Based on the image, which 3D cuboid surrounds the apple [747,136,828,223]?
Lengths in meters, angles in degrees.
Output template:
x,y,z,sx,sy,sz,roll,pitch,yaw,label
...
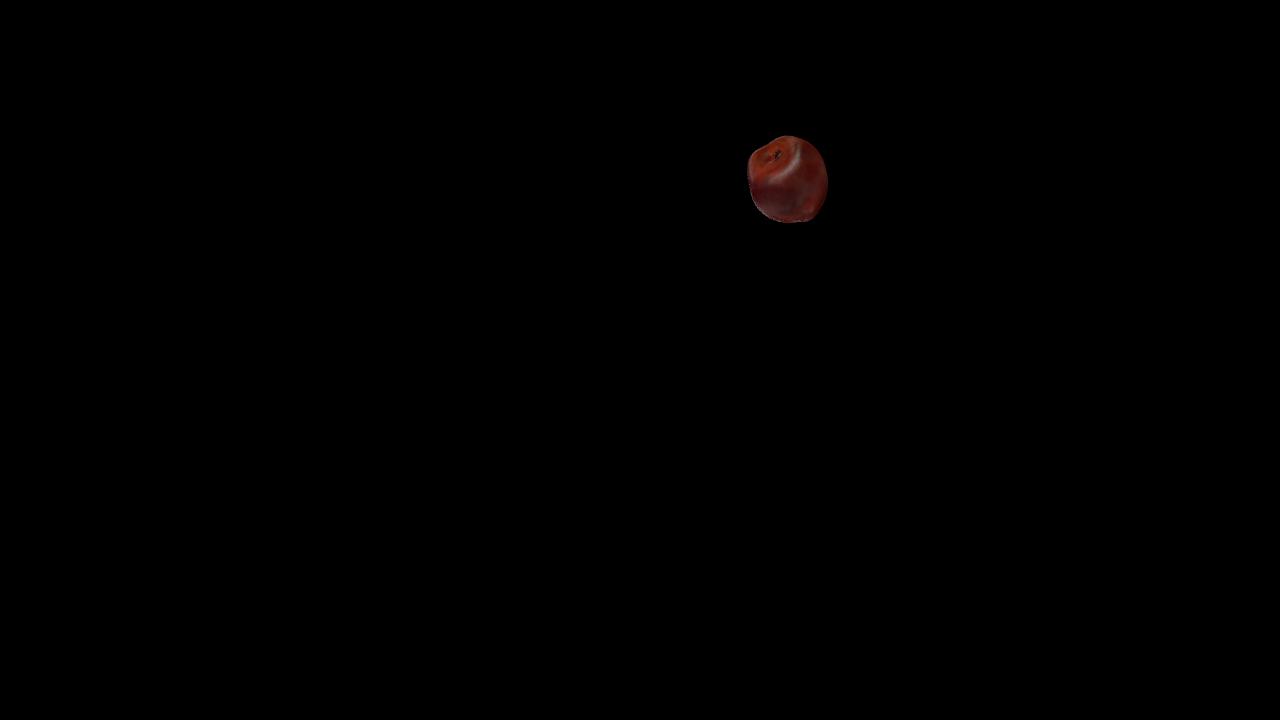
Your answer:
x,y,z,sx,sy,sz,roll,pitch,yaw,label
0.149,-0.177,0.613,0.079,0.079,0.093,0,-25,34,apple
